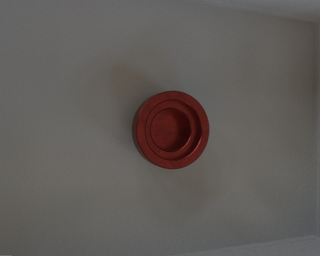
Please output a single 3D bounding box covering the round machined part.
[{"bbox_3d":[0.011,0.002,0.403,0.099,0.042,0.097,0,90,-21],"label":"round machined part"}]
